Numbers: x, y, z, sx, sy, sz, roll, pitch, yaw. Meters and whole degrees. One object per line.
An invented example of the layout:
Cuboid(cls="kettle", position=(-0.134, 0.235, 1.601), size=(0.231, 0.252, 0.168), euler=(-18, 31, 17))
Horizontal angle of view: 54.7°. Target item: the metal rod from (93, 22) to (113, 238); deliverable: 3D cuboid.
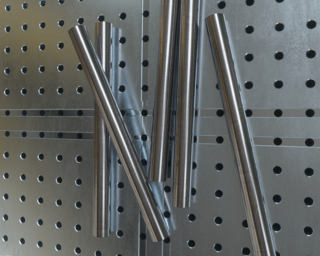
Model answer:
Cuboid(cls="metal rod", position=(-0.081, 0.002, 0.439), size=(0.025, 0.025, 0.298), euler=(1, 90, 19))

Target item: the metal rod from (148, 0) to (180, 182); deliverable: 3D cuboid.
Cuboid(cls="metal rod", position=(0.007, -0.079, 0.409), size=(0.025, 0.025, 0.298), euler=(5, 92, 19))

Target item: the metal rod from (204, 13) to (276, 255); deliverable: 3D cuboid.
Cuboid(cls="metal rod", position=(0.097, 0.008, 0.378), size=(0.025, 0.025, 0.298), euler=(-12, 86, 19))

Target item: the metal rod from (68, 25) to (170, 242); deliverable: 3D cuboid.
Cuboid(cls="metal rod", position=(-0.054, 0.007, 0.413), size=(0.025, 0.025, 0.299), euler=(-22, 90, 18))

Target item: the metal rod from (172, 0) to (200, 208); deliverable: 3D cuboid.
Cuboid(cls="metal rod", position=(0.034, -0.049, 0.399), size=(0.025, 0.025, 0.298), euler=(3, 91, 19))
